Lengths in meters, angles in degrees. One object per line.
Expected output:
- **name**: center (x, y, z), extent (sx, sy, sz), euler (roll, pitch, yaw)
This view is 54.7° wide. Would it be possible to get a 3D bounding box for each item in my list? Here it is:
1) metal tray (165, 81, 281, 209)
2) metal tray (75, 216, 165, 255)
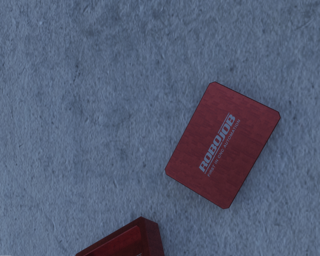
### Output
- **metal tray**: center (0.075, 0.020, 0.380), extent (0.090, 0.030, 0.129), euler (30, 99, 17)
- **metal tray**: center (-0.054, 0.183, 0.396), extent (0.130, 0.030, 0.090), euler (-34, 44, 19)
